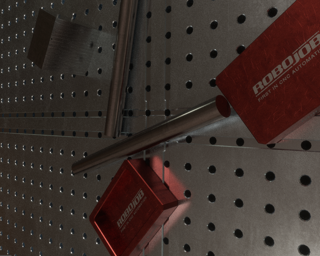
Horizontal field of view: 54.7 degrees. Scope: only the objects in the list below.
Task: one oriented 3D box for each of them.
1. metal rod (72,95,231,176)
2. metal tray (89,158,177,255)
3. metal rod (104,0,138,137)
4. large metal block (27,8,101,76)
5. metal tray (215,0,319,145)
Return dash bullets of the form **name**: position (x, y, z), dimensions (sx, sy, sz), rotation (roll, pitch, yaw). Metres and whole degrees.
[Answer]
- **metal rod**: position (-0.036, 0.023, 0.418), dimensions (0.299, 0.025, 0.025), rotation (-24, 75, 42)
- **metal tray**: position (-0.043, 0.118, 0.439), dimensions (0.090, 0.030, 0.129), rotation (47, 118, 29)
- **metal rod**: position (-0.050, -0.135, 0.448), dimensions (0.025, 0.025, 0.298), rotation (14, 99, 39)
- **large metal block**: position (-0.154, -0.135, 0.498), dimensions (0.050, 0.081, 0.079), rotation (36, 112, 34)
- **metal tray**: position (0.128, -0.055, 0.300), dimensions (0.129, 0.030, 0.090), rotation (-44, 64, 30)
